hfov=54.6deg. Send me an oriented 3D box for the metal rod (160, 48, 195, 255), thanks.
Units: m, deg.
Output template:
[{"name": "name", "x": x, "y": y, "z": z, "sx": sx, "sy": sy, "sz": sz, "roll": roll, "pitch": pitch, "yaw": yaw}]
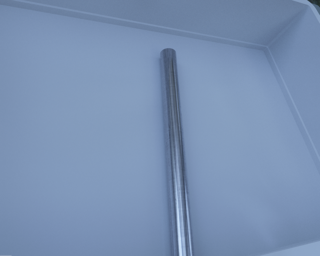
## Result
[{"name": "metal rod", "x": 0.019, "y": 0.014, "z": 0.406, "sx": 0.025, "sy": 0.025, "sz": 0.299, "roll": 11, "pitch": 57, "yaw": -22}]
